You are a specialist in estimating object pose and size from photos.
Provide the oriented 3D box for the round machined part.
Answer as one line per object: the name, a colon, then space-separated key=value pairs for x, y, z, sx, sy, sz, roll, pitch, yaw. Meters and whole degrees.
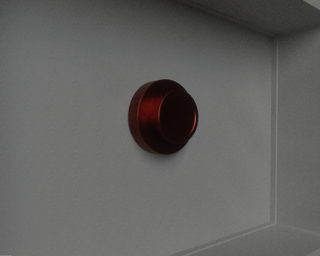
round machined part: x=0.012 y=-0.014 z=0.400 sx=0.099 sy=0.042 sz=0.097 roll=0 pitch=90 yaw=-40
